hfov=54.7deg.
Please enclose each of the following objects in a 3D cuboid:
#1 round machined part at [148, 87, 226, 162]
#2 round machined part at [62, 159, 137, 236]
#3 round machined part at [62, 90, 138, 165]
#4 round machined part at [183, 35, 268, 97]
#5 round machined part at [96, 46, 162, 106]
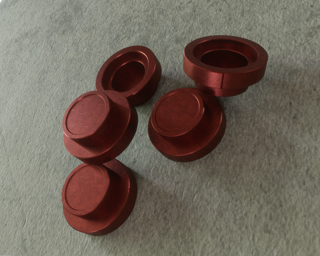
[{"bbox_3d":[0.028,-0.011,0.384,0.098,0.042,0.098,-13,56,20],"label":"round machined part"},{"bbox_3d":[-0.081,0.080,0.385,0.098,0.042,0.098,-13,56,20],"label":"round machined part"},{"bbox_3d":[-0.080,-0.007,0.384,0.098,0.042,0.098,-13,56,21],"label":"round machined part"},{"bbox_3d":[0.078,-0.074,0.379,0.099,0.042,0.098,0,40,1],"label":"round machined part"},{"bbox_3d":[-0.042,-0.070,0.456,0.098,0.042,0.098,-13,56,20],"label":"round machined part"}]
